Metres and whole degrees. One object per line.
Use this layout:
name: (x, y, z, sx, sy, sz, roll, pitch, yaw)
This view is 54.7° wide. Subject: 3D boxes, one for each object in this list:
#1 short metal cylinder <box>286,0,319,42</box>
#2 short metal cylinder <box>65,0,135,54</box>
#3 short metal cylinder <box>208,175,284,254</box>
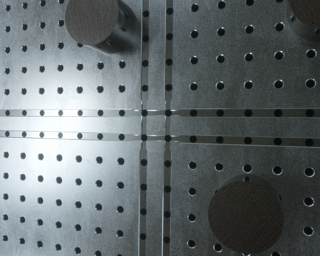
short metal cylinder: (0.181, -0.139, 0.336, 0.080, 0.050, 0.079, 0, 90, 19)
short metal cylinder: (-0.081, -0.148, 0.427, 0.080, 0.050, 0.079, 0, 90, 19)
short metal cylinder: (0.101, 0.098, 0.363, 0.080, 0.050, 0.079, 0, 90, 19)
